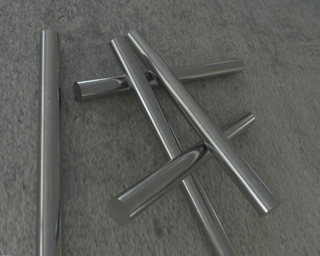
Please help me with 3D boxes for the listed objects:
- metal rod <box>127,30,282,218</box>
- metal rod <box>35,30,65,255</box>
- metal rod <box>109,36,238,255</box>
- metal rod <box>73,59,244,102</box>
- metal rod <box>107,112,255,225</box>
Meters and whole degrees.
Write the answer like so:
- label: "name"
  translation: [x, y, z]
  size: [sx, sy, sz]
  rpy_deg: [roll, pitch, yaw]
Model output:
- label: "metal rod"
  translation: [0.036, -0.025, 0.380]
  size: [0.025, 0.025, 0.300]
  rpy_deg: [-13, 54, -34]
- label: "metal rod"
  translation: [-0.118, 0.014, 0.332]
  size: [0.025, 0.025, 0.299]
  rpy_deg: [4, 60, -27]
- label: "metal rod"
  translation: [0.011, 0.019, 0.379]
  size: [0.025, 0.025, 0.299]
  rpy_deg: [-20, 79, -36]
- label: "metal rod"
  translation: [0.019, -0.077, 0.462]
  size: [0.303, 0.025, 0.025]
  rpy_deg: [-15, 70, -35]
- label: "metal rod"
  translation: [0.052, 0.028, 0.374]
  size: [0.025, 0.025, 0.302]
  rpy_deg: [53, 39, 9]
